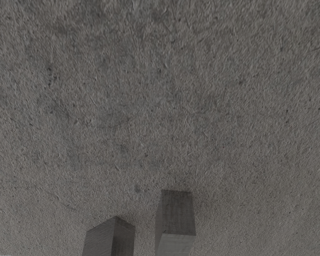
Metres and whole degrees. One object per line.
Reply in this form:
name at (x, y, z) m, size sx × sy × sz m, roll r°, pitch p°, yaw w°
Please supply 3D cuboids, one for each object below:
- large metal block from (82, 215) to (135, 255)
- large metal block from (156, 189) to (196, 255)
large metal block at (-0.093, 0.217, 0.555) m, size 0.080 × 0.080 × 0.050 m, roll -34°, pitch 123°, yaw 25°
large metal block at (0.022, 0.160, 0.507) m, size 0.050 × 0.080 × 0.079 m, roll 6°, pitch 130°, yaw -6°
